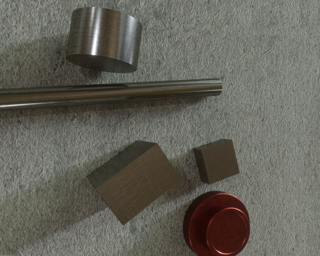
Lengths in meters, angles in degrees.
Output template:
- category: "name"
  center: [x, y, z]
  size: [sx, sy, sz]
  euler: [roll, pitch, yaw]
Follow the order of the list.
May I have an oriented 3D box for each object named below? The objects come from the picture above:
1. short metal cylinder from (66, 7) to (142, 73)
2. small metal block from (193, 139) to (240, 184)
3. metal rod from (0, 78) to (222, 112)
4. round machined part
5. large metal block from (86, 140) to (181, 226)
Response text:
- category: "short metal cylinder"
  center: [-0.063, -0.098, 0.357]
  size: [0.081, 0.080, 0.050]
  euler: [8, 88, -20]
- category: "small metal block"
  center: [0.080, 0.047, 0.440]
  size: [0.050, 0.025, 0.050]
  euler: [-16, 96, -20]
- category: "metal rod"
  center: [-0.059, -0.043, 0.387]
  size: [0.303, 0.025, 0.025]
  euler: [-6, 92, -20]
- category: "round machined part"
  center: [0.085, 0.140, 0.433]
  size: [0.099, 0.042, 0.097]
  euler: [0, 90, -21]
- category: "large metal block"
  center: [-0.035, 0.059, 0.368]
  size: [0.080, 0.080, 0.050]
  euler: [-36, 102, -17]
